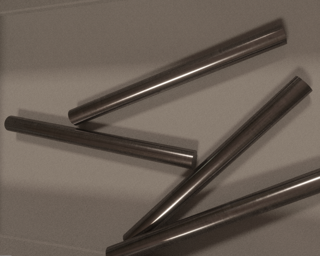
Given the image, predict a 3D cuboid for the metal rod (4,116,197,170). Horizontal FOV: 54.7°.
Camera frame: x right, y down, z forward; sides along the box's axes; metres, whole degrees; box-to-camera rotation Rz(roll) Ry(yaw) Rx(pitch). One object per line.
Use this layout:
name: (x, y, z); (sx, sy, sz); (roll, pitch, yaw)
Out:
metal rod: (-0.097, 0.017, 0.443); (0.301, 0.025, 0.025); (10, 93, 19)

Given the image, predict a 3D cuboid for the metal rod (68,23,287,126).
metal rod: (0.009, -0.062, 0.406); (0.300, 0.025, 0.025); (-19, 84, 18)

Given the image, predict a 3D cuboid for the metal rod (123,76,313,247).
metal rod: (0.061, 0.052, 0.388); (0.299, 0.025, 0.025); (-45, 76, 14)

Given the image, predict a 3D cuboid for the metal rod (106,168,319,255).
metal rod: (0.070, 0.107, 0.370); (0.301, 0.025, 0.025); (-24, 82, 12)
